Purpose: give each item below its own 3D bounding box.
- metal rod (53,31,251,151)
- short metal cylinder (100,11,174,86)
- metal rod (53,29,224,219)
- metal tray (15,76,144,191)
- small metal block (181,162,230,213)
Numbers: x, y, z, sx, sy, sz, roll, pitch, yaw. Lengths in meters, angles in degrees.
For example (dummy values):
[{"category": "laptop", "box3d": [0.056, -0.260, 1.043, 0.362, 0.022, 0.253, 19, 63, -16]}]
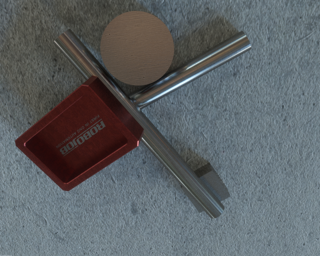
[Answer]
[{"category": "metal rod", "box3d": [-0.027, -0.036, 0.397, 0.301, 0.025, 0.025, -28, 108, 9]}, {"category": "short metal cylinder", "box3d": [-0.025, -0.094, 0.362, 0.081, 0.050, 0.079, 0, 110, -1]}, {"category": "metal rod", "box3d": [-0.016, 0.006, 0.387, 0.025, 0.025, 0.300, -37, 106, 12]}, {"category": "metal tray", "box3d": [-0.096, 0.011, 0.370, 0.130, 0.030, 0.090, -33, 107, 23]}, {"category": "small metal block", "box3d": [0.064, 0.085, 0.443, 0.050, 0.025, 0.050, -32, 107, 10]}]
